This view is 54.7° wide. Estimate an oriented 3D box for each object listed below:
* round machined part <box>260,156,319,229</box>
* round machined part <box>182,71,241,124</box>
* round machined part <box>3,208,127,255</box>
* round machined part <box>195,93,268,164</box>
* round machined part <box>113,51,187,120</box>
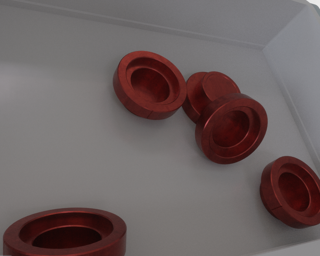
[{"bbox_3d":[0.181,0.092,0.436,0.099,0.042,0.098,14,56,-21],"label":"round machined part"},{"bbox_3d":[0.083,-0.046,0.467,0.099,0.042,0.098,14,56,-21],"label":"round machined part"},{"bbox_3d":[-0.079,0.105,0.264,0.099,0.098,0.042,0,96,-28],"label":"round machined part"},{"bbox_3d":[0.092,-0.003,0.422,0.099,0.097,0.042,8,23,-24],"label":"round machined part"},{"bbox_3d":[-0.016,-0.052,0.418,0.099,0.042,0.098,14,56,-21],"label":"round machined part"}]
